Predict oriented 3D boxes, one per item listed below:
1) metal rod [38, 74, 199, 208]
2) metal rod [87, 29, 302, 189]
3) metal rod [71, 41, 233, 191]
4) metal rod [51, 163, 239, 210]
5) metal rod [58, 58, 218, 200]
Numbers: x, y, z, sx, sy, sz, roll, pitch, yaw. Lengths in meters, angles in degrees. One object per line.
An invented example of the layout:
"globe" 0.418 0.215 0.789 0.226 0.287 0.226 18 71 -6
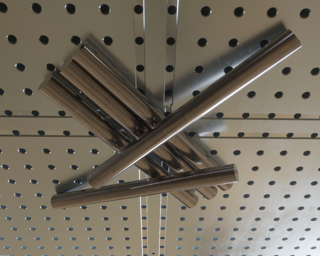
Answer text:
"metal rod" -0.041 0.034 0.440 0.025 0.025 0.300 -32 124 24
"metal rod" 0.028 -0.012 0.375 0.300 0.025 0.025 -36 122 16
"metal rod" 0.008 0.001 0.413 0.025 0.025 0.300 -33 123 24
"metal rod" -0.036 0.091 0.461 0.301 0.025 0.025 -13 130 21
"metal rod" -0.012 0.017 0.425 0.025 0.025 0.300 -32 124 24
